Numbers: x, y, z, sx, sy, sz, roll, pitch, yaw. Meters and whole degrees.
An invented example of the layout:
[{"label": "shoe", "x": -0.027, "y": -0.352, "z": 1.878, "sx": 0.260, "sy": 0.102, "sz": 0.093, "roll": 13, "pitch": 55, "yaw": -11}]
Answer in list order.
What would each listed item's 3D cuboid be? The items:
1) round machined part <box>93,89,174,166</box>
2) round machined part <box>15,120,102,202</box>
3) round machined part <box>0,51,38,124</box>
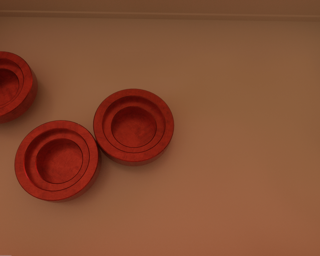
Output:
[{"label": "round machined part", "x": -0.033, "y": 0.002, "z": 0.396, "sx": 0.099, "sy": 0.042, "sz": 0.098, "roll": 2, "pitch": 67, "yaw": -5}, {"label": "round machined part", "x": -0.121, "y": 0.043, "z": 0.384, "sx": 0.099, "sy": 0.042, "sz": 0.098, "roll": 0, "pitch": 70, "yaw": 0}, {"label": "round machined part", "x": -0.214, "y": -0.050, "z": 0.416, "sx": 0.099, "sy": 0.042, "sz": 0.098, "roll": 0, "pitch": 70, "yaw": -1}]
